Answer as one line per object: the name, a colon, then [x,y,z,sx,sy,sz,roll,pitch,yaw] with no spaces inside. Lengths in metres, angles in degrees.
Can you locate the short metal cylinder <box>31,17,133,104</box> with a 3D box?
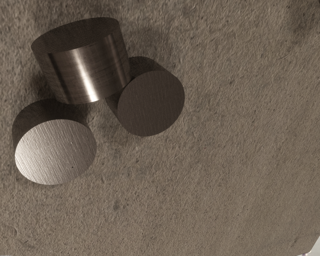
short metal cylinder: [-0.071,-0.065,0.293,0.081,0.080,0.050,-24,128,-14]

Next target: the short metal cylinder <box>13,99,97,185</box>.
short metal cylinder: [-0.115,0.014,0.337,0.081,0.050,0.079,-14,125,-21]

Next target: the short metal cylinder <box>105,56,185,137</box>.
short metal cylinder: [-0.019,-0.037,0.359,0.081,0.050,0.079,-14,125,-21]
